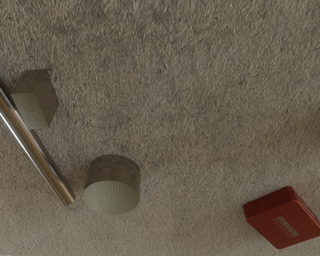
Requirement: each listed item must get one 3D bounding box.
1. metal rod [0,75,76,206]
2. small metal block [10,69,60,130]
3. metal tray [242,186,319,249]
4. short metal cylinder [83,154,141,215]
[{"bbox_3d":[-0.180,0.005,0.409,0.025,0.025,0.299,-9,130,7],"label":"metal rod"},{"bbox_3d":[-0.143,-0.034,0.361,0.025,0.050,0.050,-4,130,3],"label":"small metal block"},{"bbox_3d":[0.217,0.161,0.544,0.090,0.030,0.130,-31,124,23],"label":"metal tray"},{"bbox_3d":[-0.070,0.085,0.463,0.081,0.050,0.079,0,130,0],"label":"short metal cylinder"}]
